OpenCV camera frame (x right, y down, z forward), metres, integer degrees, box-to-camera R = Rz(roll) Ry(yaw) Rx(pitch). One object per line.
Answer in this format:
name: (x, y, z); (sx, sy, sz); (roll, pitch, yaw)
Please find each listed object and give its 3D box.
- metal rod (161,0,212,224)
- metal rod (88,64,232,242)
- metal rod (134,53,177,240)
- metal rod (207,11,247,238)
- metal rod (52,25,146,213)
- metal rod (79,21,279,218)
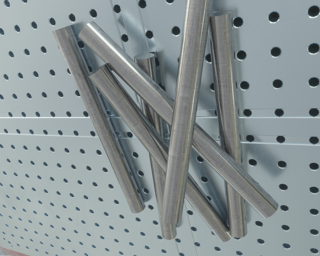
metal rod: (0.028, -0.036, 0.324); (0.025, 0.025, 0.298); (13, 108, 21)
metal rod: (0.012, 0.046, 0.408); (0.025, 0.025, 0.300); (-22, 115, 36)
metal rod: (-0.002, 0.044, 0.439); (0.025, 0.025, 0.298); (7, 122, 25)
metal rod: (0.086, 0.017, 0.376); (0.025, 0.025, 0.298); (3, 120, 27)
metal rod: (-0.081, 0.002, 0.455); (0.025, 0.025, 0.299); (-5, 116, 31)
metal rod: (0.024, -0.007, 0.360); (0.300, 0.025, 0.025); (44, 129, -3)
